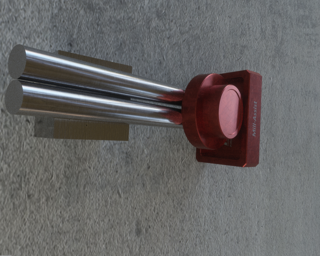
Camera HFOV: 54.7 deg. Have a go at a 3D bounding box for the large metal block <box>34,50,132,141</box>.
[{"bbox_3d":[-0.078,-0.028,0.321,0.081,0.050,0.080,4,87,-40],"label":"large metal block"}]

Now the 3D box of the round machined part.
[{"bbox_3d":[0.073,-0.021,0.395,0.099,0.042,0.097,-4,96,-51],"label":"round machined part"}]

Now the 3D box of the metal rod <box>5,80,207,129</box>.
[{"bbox_3d":[-0.012,-0.015,0.339,0.302,0.025,0.025,5,87,-53],"label":"metal rod"}]

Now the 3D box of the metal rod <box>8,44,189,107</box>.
[{"bbox_3d":[-0.011,-0.041,0.340,0.302,0.025,0.025,4,88,-53],"label":"metal rod"}]

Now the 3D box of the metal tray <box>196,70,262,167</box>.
[{"bbox_3d":[0.097,-0.012,0.447,0.030,0.090,0.129,5,87,-40],"label":"metal tray"}]
